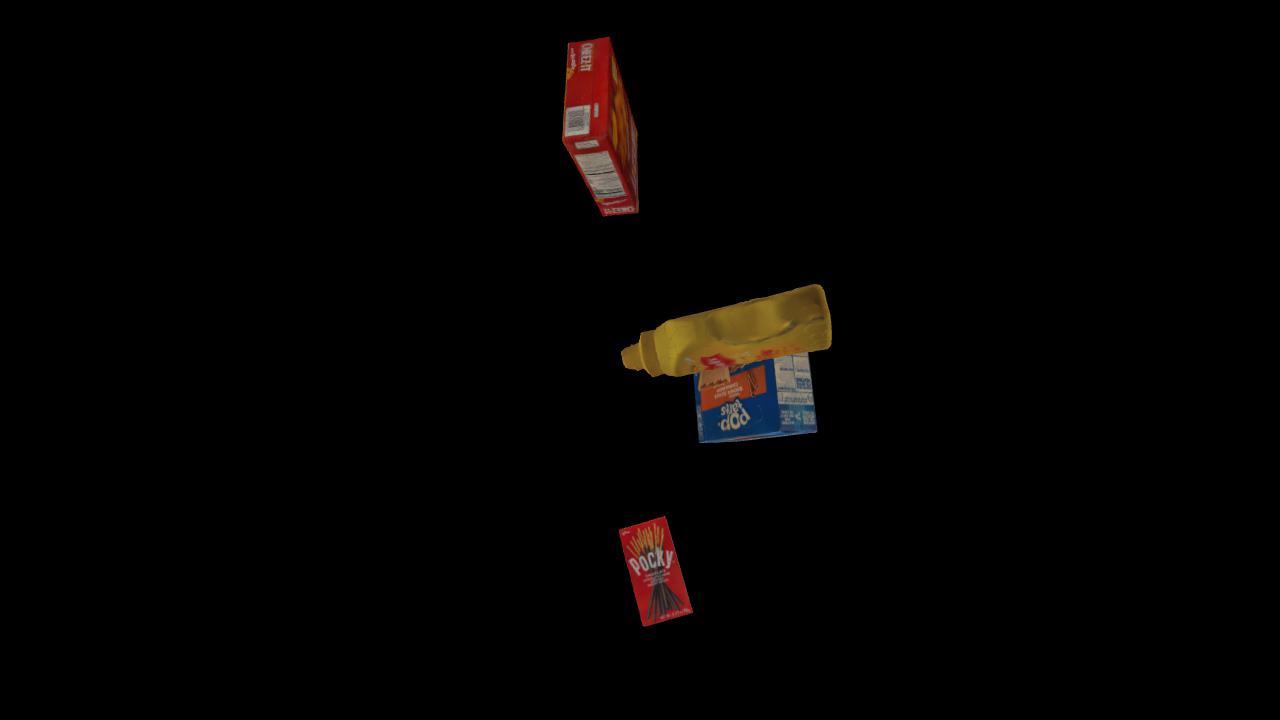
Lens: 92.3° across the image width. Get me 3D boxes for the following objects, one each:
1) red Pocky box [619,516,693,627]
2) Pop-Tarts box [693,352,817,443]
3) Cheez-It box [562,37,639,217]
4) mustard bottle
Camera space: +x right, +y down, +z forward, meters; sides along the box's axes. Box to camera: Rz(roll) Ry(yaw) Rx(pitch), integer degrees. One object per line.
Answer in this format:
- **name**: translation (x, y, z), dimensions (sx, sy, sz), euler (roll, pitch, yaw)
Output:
- **red Pocky box**: translation (0.023, 0.337, 0.987), dimensions (0.083, 0.155, 0.028), euler (-17, -22, 1)
- **Pop-Tarts box**: translation (0.161, 0.044, 0.898), dimensions (0.083, 0.141, 0.167), euler (3, -13, -34)
- **Cheez-It box**: translation (-0.054, -0.347, 0.949), dimensions (0.071, 0.166, 0.223), euler (-2, -16, 10)
- **mustard bottle**: translation (0.072, -0.019, 0.545), dimensions (0.184, 0.054, 0.092), euler (-12, -9, 12)
